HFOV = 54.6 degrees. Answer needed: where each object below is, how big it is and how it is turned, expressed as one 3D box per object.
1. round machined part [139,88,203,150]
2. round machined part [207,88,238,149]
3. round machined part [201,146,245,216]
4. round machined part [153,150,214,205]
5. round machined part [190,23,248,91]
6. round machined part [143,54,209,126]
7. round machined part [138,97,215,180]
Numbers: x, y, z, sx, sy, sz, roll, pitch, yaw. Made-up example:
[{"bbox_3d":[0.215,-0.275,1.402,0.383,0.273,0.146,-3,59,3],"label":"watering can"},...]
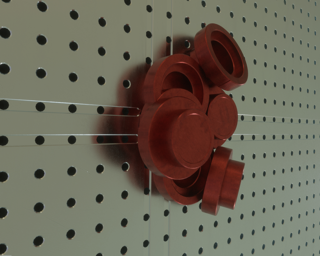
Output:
[{"bbox_3d":[0.012,-0.002,0.406,0.099,0.042,0.097,0,90,-40],"label":"round machined part"},{"bbox_3d":[0.079,-0.016,0.463,0.099,0.042,0.097,0,90,-40],"label":"round machined part"},{"bbox_3d":[0.093,0.078,0.443,0.098,0.042,0.098,13,91,-73],"label":"round machined part"},{"bbox_3d":[0.028,0.052,0.420,0.099,0.042,0.097,0,90,-40],"label":"round machined part"},{"bbox_3d":[0.082,-0.097,0.450,0.098,0.042,0.098,24,53,-36],"label":"round machined part"},{"bbox_3d":[0.017,-0.046,0.411,0.099,0.042,0.097,0,90,-40],"label":"round machined part"},{"bbox_3d":[0.026,0.012,0.364,0.099,0.042,0.097,0,90,-40],"label":"round machined part"}]
